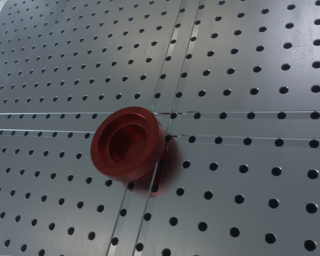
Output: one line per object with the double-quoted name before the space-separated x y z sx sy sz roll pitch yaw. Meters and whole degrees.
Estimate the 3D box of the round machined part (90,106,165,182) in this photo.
"round machined part" -0.038 0.024 0.404 0.098 0.042 0.098 -13 56 21
